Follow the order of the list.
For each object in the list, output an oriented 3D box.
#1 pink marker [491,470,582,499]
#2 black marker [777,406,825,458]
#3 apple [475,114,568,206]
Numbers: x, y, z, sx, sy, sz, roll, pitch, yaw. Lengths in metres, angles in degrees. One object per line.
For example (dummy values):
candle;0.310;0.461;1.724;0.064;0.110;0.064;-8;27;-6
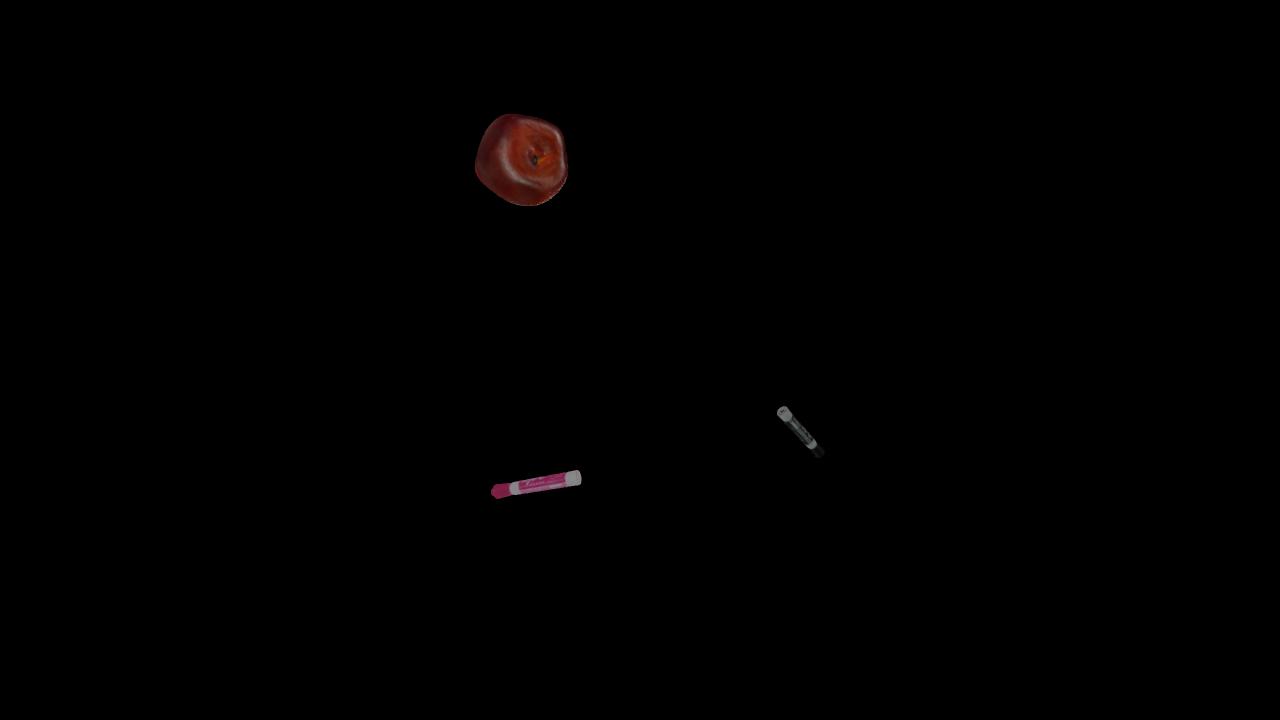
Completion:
pink marker;-0.134;0.159;0.783;0.121;0.020;0.020;-12;-3;13
black marker;0.250;0.113;0.947;0.121;0.020;0.020;44;-25;-28
apple;-0.103;-0.172;0.534;0.079;0.079;0.093;0;11;-27
